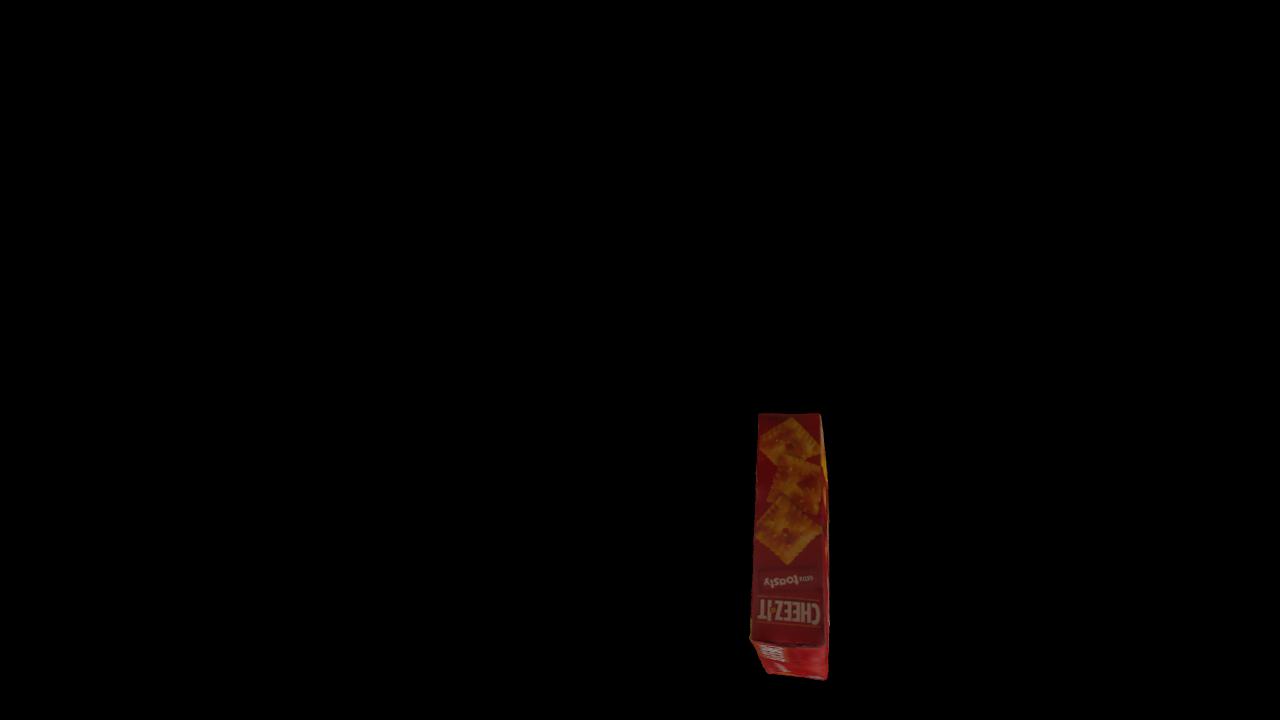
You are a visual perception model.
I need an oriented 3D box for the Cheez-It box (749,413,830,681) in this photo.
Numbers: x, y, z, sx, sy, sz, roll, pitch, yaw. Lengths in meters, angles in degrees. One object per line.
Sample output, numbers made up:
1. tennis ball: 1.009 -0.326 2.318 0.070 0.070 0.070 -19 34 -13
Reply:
1. Cheez-It box: 0.156 0.188 0.623 0.071 0.223 0.166 -2 -35 18
